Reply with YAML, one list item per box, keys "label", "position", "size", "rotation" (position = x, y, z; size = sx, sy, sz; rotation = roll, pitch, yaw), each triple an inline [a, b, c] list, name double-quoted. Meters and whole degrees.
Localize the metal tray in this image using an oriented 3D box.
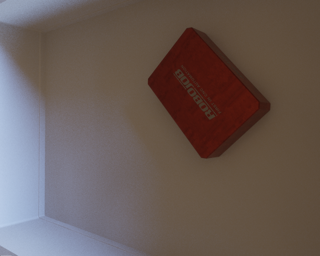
- label: "metal tray"
  position: [0.050, -0.041, 0.361]
  size: [0.090, 0.030, 0.130]
  rotation: [-49, 62, 28]
